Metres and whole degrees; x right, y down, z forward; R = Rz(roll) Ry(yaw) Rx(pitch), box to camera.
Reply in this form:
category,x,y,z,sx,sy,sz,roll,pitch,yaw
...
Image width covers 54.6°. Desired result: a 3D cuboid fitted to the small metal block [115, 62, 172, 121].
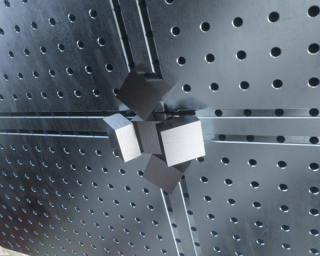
category,x,y,z,sx,sy,sz,roll,pitch,yaw
small metal block,-0.021,-0.046,0.395,0.050,0.025,0.050,40,129,2

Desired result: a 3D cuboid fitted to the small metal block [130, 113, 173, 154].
category,x,y,z,sx,sy,sz,roll,pitch,yaw
small metal block,-0.007,0.007,0.419,0.050,0.025,0.050,1,118,27

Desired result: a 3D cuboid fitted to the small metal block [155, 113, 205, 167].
category,x,y,z,sx,sy,sz,roll,pitch,yaw
small metal block,0.026,0.015,0.389,0.050,0.025,0.050,-16,116,-9

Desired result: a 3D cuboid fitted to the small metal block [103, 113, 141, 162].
category,x,y,z,sx,sy,sz,roll,pitch,yaw
small metal block,-0.053,0.012,0.431,0.050,0.025,0.050,34,143,55

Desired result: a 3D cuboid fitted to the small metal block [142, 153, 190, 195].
category,x,y,z,sx,sy,sz,roll,pitch,yaw
small metal block,0.008,0.060,0.444,0.050,0.025,0.050,31,129,10
